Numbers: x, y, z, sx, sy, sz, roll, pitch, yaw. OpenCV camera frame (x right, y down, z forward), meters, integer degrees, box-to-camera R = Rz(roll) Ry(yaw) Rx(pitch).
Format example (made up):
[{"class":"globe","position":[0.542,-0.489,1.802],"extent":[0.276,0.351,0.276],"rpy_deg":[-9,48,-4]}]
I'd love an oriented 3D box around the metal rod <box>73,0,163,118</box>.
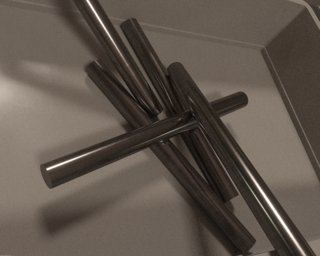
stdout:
[{"class":"metal rod","position":[-0.079,-0.137,0.360],"extent":[0.299,0.025,0.025],"rpy_deg":[58,47,-23]}]

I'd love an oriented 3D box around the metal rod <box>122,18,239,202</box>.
[{"class":"metal rod","position":[0.022,-0.035,0.440],"extent":[0.025,0.025,0.299],"rpy_deg":[-17,71,-35]}]

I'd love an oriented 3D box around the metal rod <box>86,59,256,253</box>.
[{"class":"metal rod","position":[0.010,0.031,0.393],"extent":[0.300,0.025,0.025],"rpy_deg":[49,51,6]}]

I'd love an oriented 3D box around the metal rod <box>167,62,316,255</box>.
[{"class":"metal rod","position":[0.068,0.015,0.338],"extent":[0.025,0.025,0.300],"rpy_deg":[3,40,-27]}]

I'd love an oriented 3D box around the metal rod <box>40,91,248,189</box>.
[{"class":"metal rod","position":[0.008,0.001,0.377],"extent":[0.302,0.025,0.025],"rpy_deg":[-21,73,-36]}]
